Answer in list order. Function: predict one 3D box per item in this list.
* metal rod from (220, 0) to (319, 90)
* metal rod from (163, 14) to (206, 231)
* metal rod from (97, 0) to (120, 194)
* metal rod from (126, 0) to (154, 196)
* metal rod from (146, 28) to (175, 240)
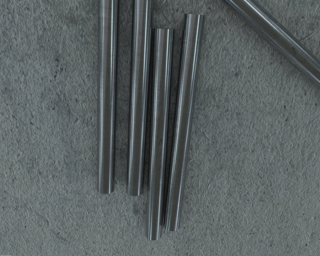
[{"bbox_3d":[0.114,-0.129,0.362,0.301,0.025,0.025,36,106,-13],"label":"metal rod"},{"bbox_3d":[0.029,0.007,0.412,0.025,0.025,0.298,4,110,-2],"label":"metal rod"},{"bbox_3d":[-0.066,-0.052,0.389,0.025,0.025,0.298,4,110,-2],"label":"metal rod"},{"bbox_3d":[-0.026,-0.049,0.391,0.025,0.025,0.298,4,110,-2],"label":"metal rod"},{"bbox_3d":[-0.002,0.022,0.417,0.025,0.025,0.298,3,110,-1],"label":"metal rod"}]
